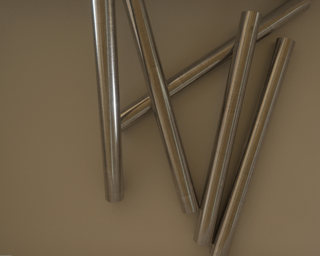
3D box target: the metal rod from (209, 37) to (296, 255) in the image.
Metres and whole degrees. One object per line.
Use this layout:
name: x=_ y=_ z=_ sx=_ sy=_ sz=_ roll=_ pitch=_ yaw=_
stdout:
metal rod: x=0.122 y=0.027 z=0.412 sx=0.025 sy=0.025 sz=0.298 roll=18 pitch=90 yaw=0

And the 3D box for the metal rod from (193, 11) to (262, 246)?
metal rod: x=0.085 y=0.005 z=0.397 sx=0.025 sy=0.025 sz=0.298 roll=11 pitch=96 yaw=0

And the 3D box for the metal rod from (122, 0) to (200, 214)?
metal rod: x=0.001 y=-0.034 z=0.386 sx=0.025 sy=0.025 sz=0.298 roll=-16 pitch=100 yaw=0

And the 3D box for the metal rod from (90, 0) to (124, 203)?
metal rod: x=-0.059 y=-0.044 z=0.353 sx=0.025 sy=0.025 sz=0.298 roll=1 pitch=114 yaw=0

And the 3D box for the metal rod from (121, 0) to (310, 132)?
metal rod: x=0.065 y=-0.086 z=0.411 sx=0.301 sy=0.025 sz=0.025 roll=-33 pitch=90 yaw=0
